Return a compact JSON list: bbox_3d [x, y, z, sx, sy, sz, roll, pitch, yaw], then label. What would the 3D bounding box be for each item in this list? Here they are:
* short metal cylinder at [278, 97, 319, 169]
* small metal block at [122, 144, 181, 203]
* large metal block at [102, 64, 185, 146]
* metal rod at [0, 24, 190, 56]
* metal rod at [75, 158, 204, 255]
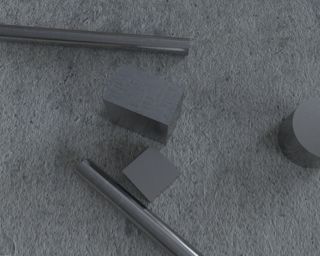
[{"bbox_3d":[0.199,0.007,0.395,0.081,0.050,0.080,0,70,0],"label":"short metal cylinder"},{"bbox_3d":[-0.011,0.058,0.387,0.050,0.025,0.050,-41,76,-14],"label":"small metal block"},{"bbox_3d":[-0.018,-0.026,0.388,0.080,0.080,0.050,22,72,7],"label":"large metal block"},{"bbox_3d":[-0.109,-0.130,0.454,0.302,0.025,0.025,5,70,1],"label":"metal rod"},{"bbox_3d":[0.019,0.138,0.358,0.300,0.025,0.025,38,74,12],"label":"metal rod"}]
